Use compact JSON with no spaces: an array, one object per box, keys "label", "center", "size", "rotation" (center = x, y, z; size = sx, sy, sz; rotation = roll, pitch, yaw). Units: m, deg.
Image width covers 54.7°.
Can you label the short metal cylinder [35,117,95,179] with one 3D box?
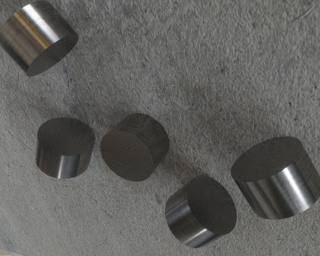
[{"label":"short metal cylinder","center":[-0.142,0.029,0.464],"size":[0.080,0.080,0.050],"rotation":[30,128,9]}]

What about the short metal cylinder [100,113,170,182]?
[{"label":"short metal cylinder","center":[-0.034,0.026,0.425],"size":[0.080,0.050,0.079],"rotation":[13,124,21]}]

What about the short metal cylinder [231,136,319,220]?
[{"label":"short metal cylinder","center":[0.125,0.053,0.338],"size":[0.080,0.080,0.050],"rotation":[-23,106,36]}]

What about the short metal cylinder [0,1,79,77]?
[{"label":"short metal cylinder","center":[-0.149,-0.109,0.383],"size":[0.050,0.080,0.080],"rotation":[50,129,-7]}]

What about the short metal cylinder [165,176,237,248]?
[{"label":"short metal cylinder","center":[0.054,0.111,0.411],"size":[0.080,0.080,0.050],"rotation":[42,129,-1]}]
